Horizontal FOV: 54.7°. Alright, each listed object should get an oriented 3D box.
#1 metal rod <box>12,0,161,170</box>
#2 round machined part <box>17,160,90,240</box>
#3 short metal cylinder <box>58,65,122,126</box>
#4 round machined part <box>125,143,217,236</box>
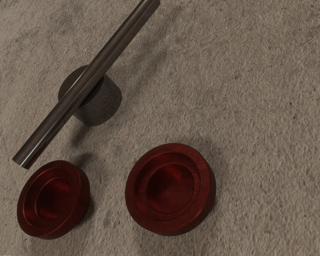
[{"bbox_3d":[-0.095,-0.072,0.432,0.025,0.025,0.300,27,76,37],"label":"metal rod"},{"bbox_3d":[-0.131,0.095,0.402,0.098,0.042,0.098,-13,56,20],"label":"round machined part"},{"bbox_3d":[-0.106,-0.050,0.472,0.080,0.050,0.080,-13,56,20],"label":"short metal cylinder"},{"bbox_3d":[0.015,0.069,0.342,0.098,0.042,0.098,-13,56,20],"label":"round machined part"}]
